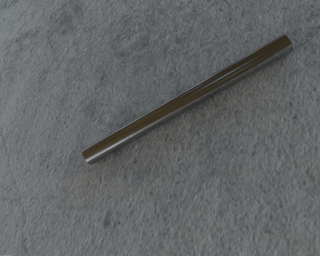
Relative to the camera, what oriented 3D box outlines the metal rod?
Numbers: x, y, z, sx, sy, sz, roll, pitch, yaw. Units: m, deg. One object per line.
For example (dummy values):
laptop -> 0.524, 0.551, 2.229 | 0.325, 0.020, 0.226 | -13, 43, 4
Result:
metal rod -> 0.029, -0.033, 0.407 | 0.301, 0.025, 0.025 | -29, 52, 9
